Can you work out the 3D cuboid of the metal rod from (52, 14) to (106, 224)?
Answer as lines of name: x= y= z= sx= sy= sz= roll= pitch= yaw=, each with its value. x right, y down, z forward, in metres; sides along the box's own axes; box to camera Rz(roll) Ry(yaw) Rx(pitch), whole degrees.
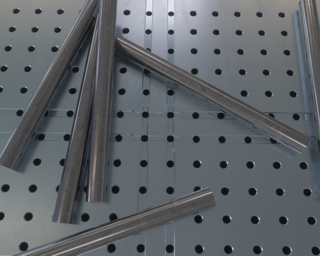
metal rod: x=-0.101 y=-0.026 z=0.420 sx=0.025 sy=0.025 sz=0.299 roll=6 pitch=70 yaw=2

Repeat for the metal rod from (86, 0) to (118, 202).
metal rod: x=-0.076 y=-0.055 z=0.415 sx=0.025 sy=0.025 sz=0.299 roll=1 pitch=76 yaw=0

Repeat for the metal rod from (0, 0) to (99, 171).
metal rod: x=-0.145 y=-0.083 z=0.441 sx=0.025 sy=0.025 sz=0.300 roll=19 pitch=71 yaw=7

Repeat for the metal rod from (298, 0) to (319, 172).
metal rod: x=0.222 y=-0.055 z=0.432 sx=0.025 sy=0.025 sz=0.299 roll=3 pitch=70 yaw=1

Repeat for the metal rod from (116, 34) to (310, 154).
metal rod: x=0.061 y=-0.052 z=0.431 sx=0.301 sy=0.025 sz=0.025 roll=30 pitch=73 yaw=10

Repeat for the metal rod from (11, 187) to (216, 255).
metal rod: x=-0.079 y=0.130 z=0.363 sx=0.302 sy=0.025 sz=0.025 roll=-18 pitch=71 yaw=-7
